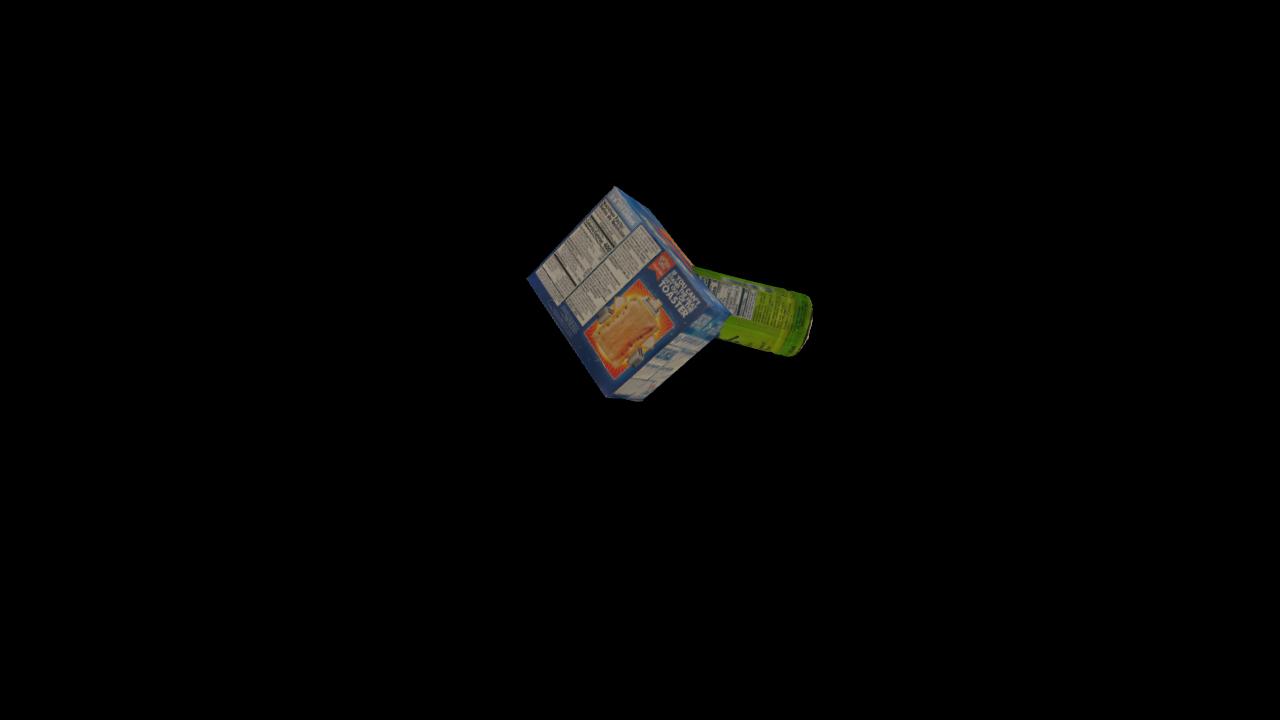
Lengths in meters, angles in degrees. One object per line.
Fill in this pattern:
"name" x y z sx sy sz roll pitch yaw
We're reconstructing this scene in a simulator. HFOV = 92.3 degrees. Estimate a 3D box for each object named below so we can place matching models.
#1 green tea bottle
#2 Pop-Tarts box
"green tea bottle" 0.070 -0.061 0.642 0.212 0.073 0.073 16 -1 -4
"Pop-Tarts box" -0.011 -0.065 0.643 0.141 0.167 0.083 -43 -21 18
